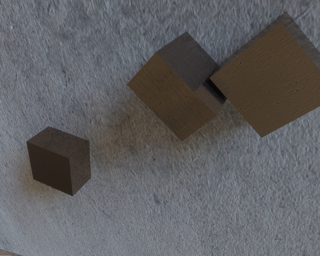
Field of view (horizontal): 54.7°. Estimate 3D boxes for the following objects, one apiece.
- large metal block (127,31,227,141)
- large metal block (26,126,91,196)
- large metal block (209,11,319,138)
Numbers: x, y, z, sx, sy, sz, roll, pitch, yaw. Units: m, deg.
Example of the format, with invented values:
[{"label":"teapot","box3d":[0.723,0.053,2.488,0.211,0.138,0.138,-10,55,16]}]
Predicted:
[{"label":"large metal block","box3d":[0.026,-0.046,0.328,0.080,0.080,0.050,46,129,-4]},{"label":"large metal block","box3d":[-0.163,0.054,0.507,0.080,0.050,0.079,18,126,17]},{"label":"large metal block","box3d":[0.110,-0.050,0.301,0.080,0.050,0.080,48,129,-6]}]
